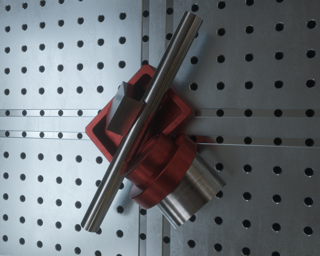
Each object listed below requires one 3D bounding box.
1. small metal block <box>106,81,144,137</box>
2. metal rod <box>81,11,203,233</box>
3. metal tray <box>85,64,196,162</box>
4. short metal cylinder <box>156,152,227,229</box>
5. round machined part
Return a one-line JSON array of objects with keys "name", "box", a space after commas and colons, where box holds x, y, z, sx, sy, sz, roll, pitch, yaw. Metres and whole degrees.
[{"name": "small metal block", "box": [-0.046, -0.025, 0.391, 0.025, 0.050, 0.050, 23, 112, -20]}, {"name": "metal rod", "box": [-0.027, 0.000, 0.389, 0.025, 0.025, 0.298, 30, 99, 17]}, {"name": "metal tray", "box": [-0.028, -0.009, 0.418, 0.130, 0.030, 0.090, -45, 77, 14]}, {"name": "short metal cylinder", "box": [0.032, 0.074, 0.370, 0.080, 0.080, 0.050, -45, 76, 14]}, {"name": "round machined part", "box": [-0.005, 0.043, 0.364, 0.042, 0.098, 0.098, 41, 103, -7]}]
